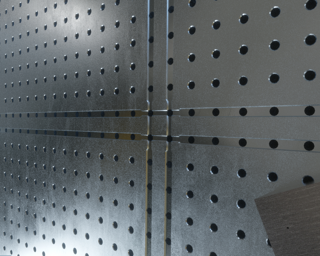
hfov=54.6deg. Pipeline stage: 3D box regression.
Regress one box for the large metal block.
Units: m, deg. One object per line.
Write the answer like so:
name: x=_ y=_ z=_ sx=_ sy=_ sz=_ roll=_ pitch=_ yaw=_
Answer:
large metal block: x=0.144 y=0.088 z=0.275 sx=0.080 sy=0.050 sz=0.080 roll=-28 pitch=72 yaw=36
